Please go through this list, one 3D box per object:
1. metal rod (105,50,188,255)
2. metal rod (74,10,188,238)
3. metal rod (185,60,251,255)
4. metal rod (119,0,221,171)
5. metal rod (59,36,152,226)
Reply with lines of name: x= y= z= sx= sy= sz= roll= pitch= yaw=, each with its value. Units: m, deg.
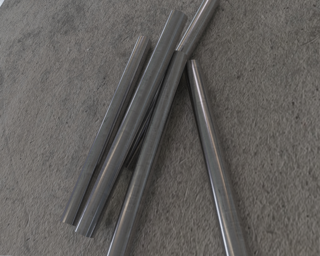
metal rod: x=-0.016 y=0.038 z=0.375 sx=0.025 sy=0.025 sz=0.299 roll=6 pitch=68 yaw=31
metal rod: x=-0.031 y=-0.013 z=0.386 sx=0.025 sy=0.025 sz=0.299 roll=16 pitch=78 yaw=34
metal rod: x=0.062 y=0.036 z=0.349 sx=0.025 sy=0.025 sz=0.299 roll=-19 pitch=54 yaw=17
metal rod: x=0.017 y=-0.077 z=0.442 sx=0.025 sy=0.025 sz=0.300 roll=16 pitch=70 yaw=34
metal rod: x=-0.070 y=-0.010 z=0.446 sx=0.025 sy=0.025 sz=0.300 roll=5 pitch=64 yaw=30
